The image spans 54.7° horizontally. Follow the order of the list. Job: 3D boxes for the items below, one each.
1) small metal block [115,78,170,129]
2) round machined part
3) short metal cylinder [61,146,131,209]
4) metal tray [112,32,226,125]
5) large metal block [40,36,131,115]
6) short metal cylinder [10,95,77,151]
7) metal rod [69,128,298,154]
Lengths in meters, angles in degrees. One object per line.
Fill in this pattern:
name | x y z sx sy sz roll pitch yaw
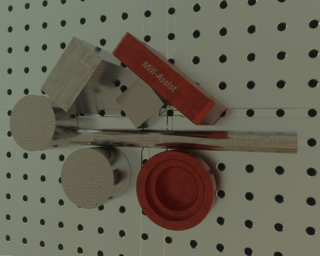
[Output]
small metal block | -0.023 -0.034 0.421 0.050 0.025 0.050 -41 77 15
round machined part | 0.023 0.076 0.395 0.098 0.042 0.097 0 90 20
short metal cylinder | -0.088 0.066 0.430 0.080 0.050 0.080 0 90 20
metal tray | 0.015 -0.056 0.372 0.130 0.090 0.030 42 103 15
large metal block | -0.097 -0.066 0.418 0.050 0.080 0.080 40 103 15
short metal cylinder | -0.172 -0.007 0.459 0.080 0.050 0.080 0 90 20
metal rod | 0.016 0.015 0.407 0.301 0.025 0.025 1 90 19
